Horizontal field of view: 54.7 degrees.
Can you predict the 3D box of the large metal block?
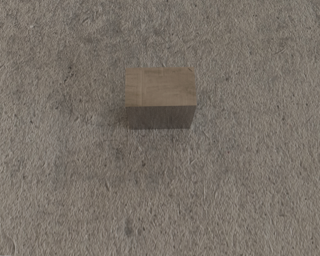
[{"bbox_3d":[0.000,-0.035,0.393,0.081,0.080,0.050,-1,70,-1],"label":"large metal block"}]
